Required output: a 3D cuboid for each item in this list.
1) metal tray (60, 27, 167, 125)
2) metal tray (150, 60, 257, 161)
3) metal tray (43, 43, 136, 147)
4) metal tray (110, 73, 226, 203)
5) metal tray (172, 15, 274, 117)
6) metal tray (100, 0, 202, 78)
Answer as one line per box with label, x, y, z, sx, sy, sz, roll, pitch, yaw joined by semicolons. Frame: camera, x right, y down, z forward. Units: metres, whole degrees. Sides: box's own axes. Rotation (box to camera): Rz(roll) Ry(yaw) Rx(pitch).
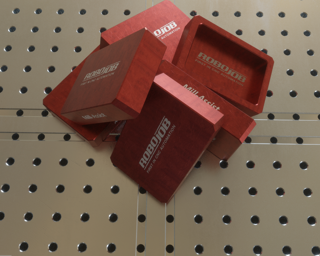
metal tray;-0.057;-0.052;0.350;0.030;0.130;0.090;34;67;-33
metal tray;0.045;-0.018;0.383;0.130;0.090;0.030;37;74;12
metal tray;-0.081;-0.050;0.427;0.090;0.030;0.130;37;74;11
metal tray;0.003;0.015;0.355;0.090;0.129;0.030;37;35;12
metal tray;0.084;-0.079;0.413;0.131;0.030;0.090;24;71;-15
metal tray;-0.006;-0.118;0.433;0.131;0.030;0.090;-38;77;-27
